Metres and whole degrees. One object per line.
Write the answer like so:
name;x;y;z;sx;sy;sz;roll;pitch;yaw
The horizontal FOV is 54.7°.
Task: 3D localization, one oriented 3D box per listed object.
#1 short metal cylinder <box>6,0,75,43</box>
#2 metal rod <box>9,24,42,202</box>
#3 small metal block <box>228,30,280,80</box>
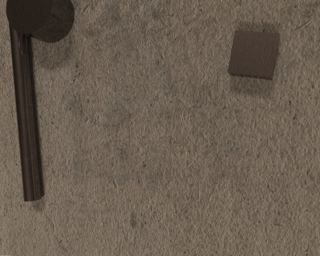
short metal cylinder;-0.175;-0.171;0.456;0.080;0.050;0.079;0;90;19
metal rod;-0.210;-0.038;0.481;0.025;0.025;0.298;-6;88;19
small metal block;0.112;-0.086;0.369;0.050;0.025;0.050;10;93;19
